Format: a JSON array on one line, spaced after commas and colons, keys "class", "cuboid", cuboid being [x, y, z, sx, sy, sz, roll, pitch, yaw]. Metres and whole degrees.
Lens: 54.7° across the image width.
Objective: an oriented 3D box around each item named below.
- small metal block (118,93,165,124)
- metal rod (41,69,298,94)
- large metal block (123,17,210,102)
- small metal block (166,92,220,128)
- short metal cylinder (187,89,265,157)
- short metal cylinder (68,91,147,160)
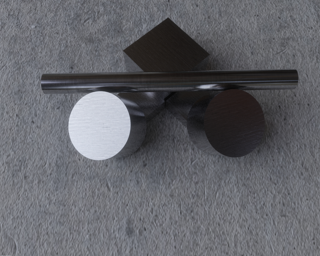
[{"class": "small metal block", "cuboid": [-0.029, -0.032, 0.421, 0.050, 0.025, 0.050, -41, 75, -15]}, {"class": "metal rod", "cuboid": [0.012, -0.056, 0.375, 0.302, 0.025, 0.025, -1, 70, -1]}, {"class": "large metal block", "cuboid": [0.008, -0.090, 0.427, 0.080, 0.050, 0.080, -40, 75, -13]}, {"class": "small metal block", "cuboid": [0.044, -0.031, 0.420, 0.050, 0.025, 0.050, -42, 75, -14]}, {"class": "short metal cylinder", "cuboid": [0.080, -0.005, 0.384, 0.081, 0.050, 0.080, 0, 89, -18]}, {"class": "short metal cylinder", "cuboid": [-0.063, -0.002, 0.381, 0.080, 0.050, 0.080, -1, 87, 18]}]
